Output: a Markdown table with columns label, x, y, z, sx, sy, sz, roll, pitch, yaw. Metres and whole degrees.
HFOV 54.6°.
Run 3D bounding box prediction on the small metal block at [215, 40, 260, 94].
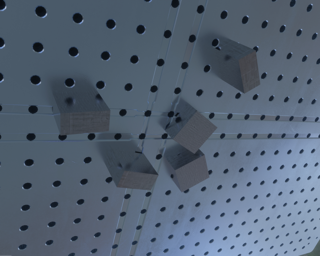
| label | x | y | z | sx | sy | sz | roll | pitch | yaw |
| --- | --- | --- | --- | --- | --- | --- | --- | --- | --- |
| small metal block | 0.100 | -0.080 | 0.399 | 0.025 | 0.050 | 0.050 | -30 | 129 | -9 |

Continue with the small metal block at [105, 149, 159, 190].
| label | x | y | z | sx | sy | sz | roll | pitch | yaw |
| --- | --- | --- | --- | --- | --- | --- | --- | --- | --- |
| small metal block | -0.038 | 0.055 | 0.408 | 0.050 | 0.050 | 0.025 | 13 | 112 | -34 |

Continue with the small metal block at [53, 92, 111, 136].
| label | x | y | z | sx | sy | sz | roll | pitch | yaw |
| --- | --- | --- | --- | --- | --- | --- | --- | --- | --- |
| small metal block | -0.086 | -0.017 | 0.337 | 0.050 | 0.050 | 0.025 | -5 | 121 | -26 |

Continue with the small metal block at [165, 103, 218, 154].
| label | x | y | z | sx | sy | sz | roll | pitch | yaw |
| --- | --- | --- | --- | --- | --- | --- | --- | --- | --- |
| small metal block | 0.044 | 0.001 | 0.435 | 0.050 | 0.025 | 0.050 | 35 | 99 | -39 |

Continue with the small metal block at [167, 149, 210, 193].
| label | x | y | z | sx | sy | sz | roll | pitch | yaw |
| --- | --- | --- | --- | --- | --- | --- | --- | --- | --- |
| small metal block | 0.044 | 0.063 | 0.473 | 0.050 | 0.025 | 0.050 | -26 | 128 | -12 |
